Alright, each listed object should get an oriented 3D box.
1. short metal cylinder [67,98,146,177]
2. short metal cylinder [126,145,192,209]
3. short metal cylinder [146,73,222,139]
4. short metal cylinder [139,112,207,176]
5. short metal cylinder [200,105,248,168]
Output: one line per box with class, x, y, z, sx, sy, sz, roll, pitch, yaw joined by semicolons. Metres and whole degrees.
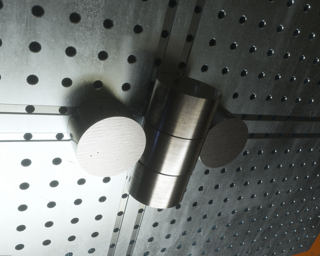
short metal cylinder;-0.064;0.011;0.367;0.081;0.050;0.079;-14;125;-21
short metal cylinder;-0.001;0.061;0.414;0.081;0.080;0.050;1;118;-29
short metal cylinder;0.028;-0.028;0.374;0.081;0.080;0.050;2;117;-30
short metal cylinder;0.014;0.017;0.394;0.081;0.080;0.050;2;118;-30
short metal cylinder;0.078;0.010;0.445;0.081;0.050;0.079;-14;125;-21
